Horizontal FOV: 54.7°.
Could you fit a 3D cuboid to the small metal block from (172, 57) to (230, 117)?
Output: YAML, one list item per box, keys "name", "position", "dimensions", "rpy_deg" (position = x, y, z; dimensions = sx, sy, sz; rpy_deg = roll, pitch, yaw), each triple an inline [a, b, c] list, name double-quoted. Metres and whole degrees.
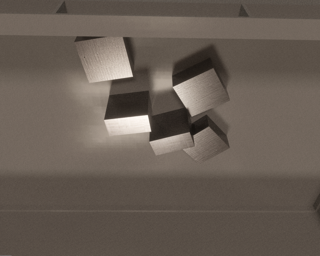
- name: "small metal block"
  position: [0.049, -0.048, 0.369]
  dimensions: [0.050, 0.025, 0.050]
  rpy_deg: [-23, 127, 18]

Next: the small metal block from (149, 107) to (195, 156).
- name: "small metal block"
  position: [0.015, 0.004, 0.396]
  dimensions: [0.050, 0.050, 0.025]
  rpy_deg: [-14, 129, 11]

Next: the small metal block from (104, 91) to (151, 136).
- name: "small metal block"
  position: [-0.037, -0.019, 0.376]
  dimensions: [0.050, 0.050, 0.025]
  rpy_deg: [-6, 130, 5]

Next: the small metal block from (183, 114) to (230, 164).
- name: "small metal block"
  position: [0.059, 0.017, 0.424]
  dimensions: [0.050, 0.025, 0.050]
  rpy_deg: [-33, 123, 24]

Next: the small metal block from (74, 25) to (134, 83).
- name: "small metal block"
  position: [-0.059, -0.081, 0.340]
  dimensions: [0.050, 0.025, 0.050]
  rpy_deg: [-8, 130, 6]
